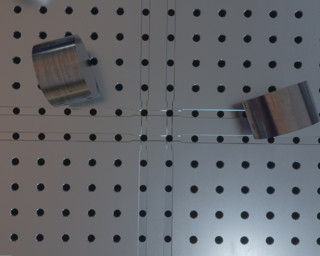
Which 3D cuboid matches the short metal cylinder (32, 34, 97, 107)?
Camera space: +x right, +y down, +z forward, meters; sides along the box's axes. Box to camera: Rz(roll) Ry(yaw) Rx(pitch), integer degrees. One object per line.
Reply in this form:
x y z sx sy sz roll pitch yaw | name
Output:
-0.115 -0.070 0.385 0.050 0.080 0.080 -14 90 0 | short metal cylinder

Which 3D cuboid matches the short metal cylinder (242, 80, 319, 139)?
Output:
0.150 -0.022 0.387 0.080 0.080 0.050 -19 90 0 | short metal cylinder
